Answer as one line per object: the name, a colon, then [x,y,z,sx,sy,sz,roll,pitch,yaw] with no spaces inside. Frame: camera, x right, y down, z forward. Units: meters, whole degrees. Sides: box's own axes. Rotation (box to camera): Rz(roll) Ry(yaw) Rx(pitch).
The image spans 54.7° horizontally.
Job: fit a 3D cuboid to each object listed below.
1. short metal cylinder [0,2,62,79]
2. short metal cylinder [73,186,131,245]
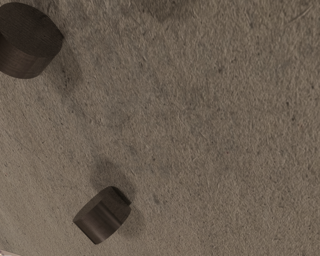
short metal cylinder: [-0.174,-0.109,0.393,0.050,0.080,0.080,-32,101,38]
short metal cylinder: [-0.094,0.141,0.506,0.080,0.080,0.050,-35,99,38]
